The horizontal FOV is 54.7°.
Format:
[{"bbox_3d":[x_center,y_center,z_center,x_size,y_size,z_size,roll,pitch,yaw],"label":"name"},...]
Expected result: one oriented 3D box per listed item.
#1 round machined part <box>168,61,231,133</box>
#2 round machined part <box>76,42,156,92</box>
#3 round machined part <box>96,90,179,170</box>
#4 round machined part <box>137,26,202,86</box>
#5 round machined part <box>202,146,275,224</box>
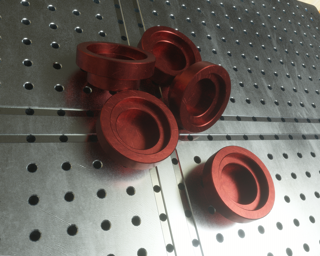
[{"bbox_3d":[0.050,-0.045,0.430,0.099,0.097,0.042,-18,35,-35],"label":"round machined part"},{"bbox_3d":[-0.057,-0.077,0.396,0.099,0.042,0.098,9,25,-4],"label":"round machined part"},{"bbox_3d":[-0.030,0.005,0.378,0.099,0.042,0.098,13,57,-22],"label":"round machined part"},{"bbox_3d":[0.010,-0.103,0.467,0.099,0.042,0.098,14,56,-21],"label":"round machined part"},{"bbox_3d":[0.097,0.076,0.406,0.099,0.042,0.098,14,56,-21],"label":"round machined part"}]
